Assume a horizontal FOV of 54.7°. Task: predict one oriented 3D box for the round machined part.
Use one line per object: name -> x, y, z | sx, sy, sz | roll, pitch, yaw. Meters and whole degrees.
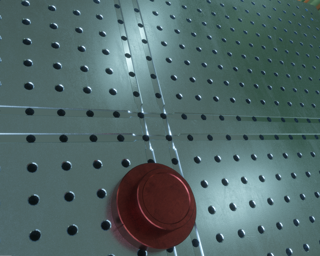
round machined part -> -0.001, 0.084, 0.347 | 0.099, 0.042, 0.098 | 14, 56, -21
